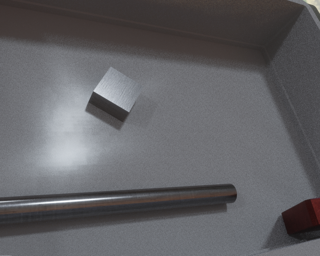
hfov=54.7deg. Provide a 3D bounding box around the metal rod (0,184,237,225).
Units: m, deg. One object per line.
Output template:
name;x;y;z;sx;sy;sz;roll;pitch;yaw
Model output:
metal rod;-0.042;0.080;0.335;0.303;0.025;0.025;2;61;-27

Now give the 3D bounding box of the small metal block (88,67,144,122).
small metal block;-0.057;-0.044;0.403;0.050;0.025;0.050;31;52;-9

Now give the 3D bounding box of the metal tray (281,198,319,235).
metal tray;0.237;0.107;0.397;0.131;0.090;0.030;-7;65;-3
